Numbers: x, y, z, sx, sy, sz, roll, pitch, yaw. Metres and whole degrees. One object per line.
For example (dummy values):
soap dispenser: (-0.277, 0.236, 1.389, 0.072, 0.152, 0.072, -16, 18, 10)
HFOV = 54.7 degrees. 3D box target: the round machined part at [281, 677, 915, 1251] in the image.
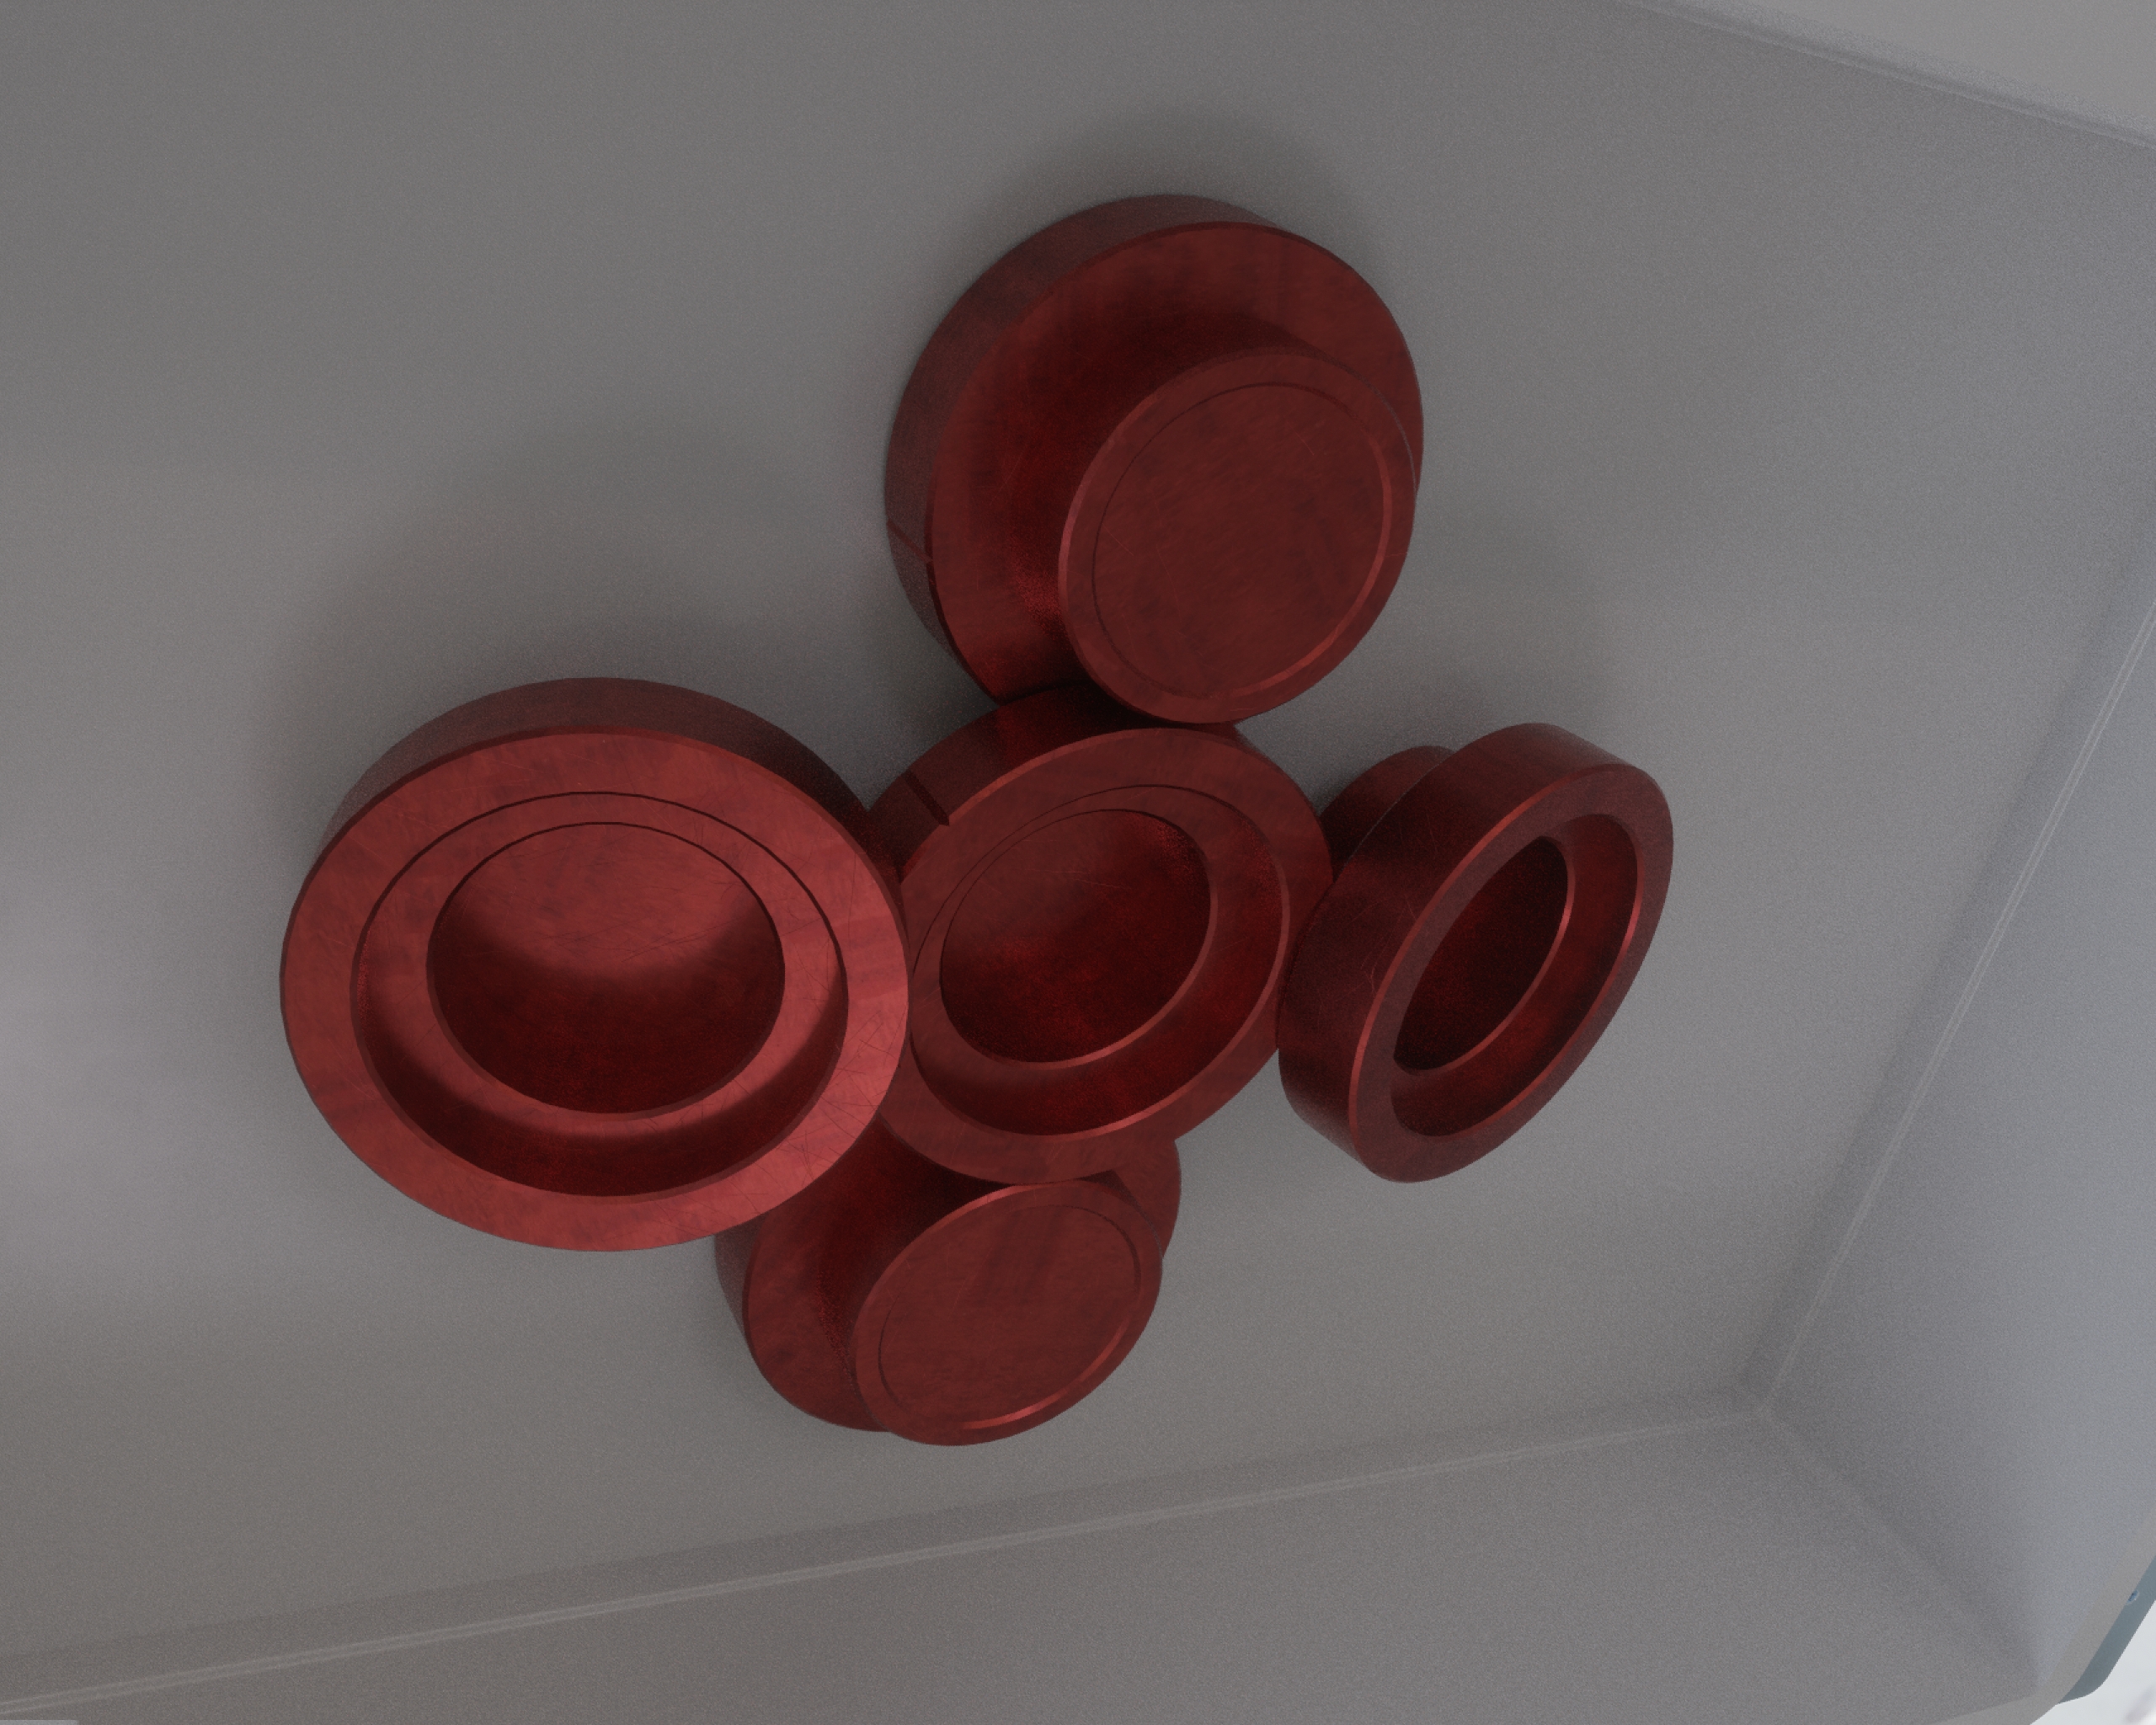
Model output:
round machined part: (-0.078, 0.014, 0.351, 0.099, 0.042, 0.097, -4, 117, -7)

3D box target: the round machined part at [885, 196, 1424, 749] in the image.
round machined part: (0.019, -0.063, 0.367, 0.099, 0.042, 0.097, -14, 124, -21)

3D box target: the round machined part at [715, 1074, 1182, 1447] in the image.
round machined part: (-0.022, 0.082, 0.434, 0.099, 0.042, 0.097, -14, 124, -21)

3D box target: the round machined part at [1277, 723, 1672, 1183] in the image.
round machined part: (0.076, 0.015, 0.435, 0.099, 0.042, 0.097, -28, 135, -31)

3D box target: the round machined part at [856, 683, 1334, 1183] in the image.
round machined part: (-0.004, 0.010, 0.398, 0.099, 0.042, 0.097, -14, 124, -21)
